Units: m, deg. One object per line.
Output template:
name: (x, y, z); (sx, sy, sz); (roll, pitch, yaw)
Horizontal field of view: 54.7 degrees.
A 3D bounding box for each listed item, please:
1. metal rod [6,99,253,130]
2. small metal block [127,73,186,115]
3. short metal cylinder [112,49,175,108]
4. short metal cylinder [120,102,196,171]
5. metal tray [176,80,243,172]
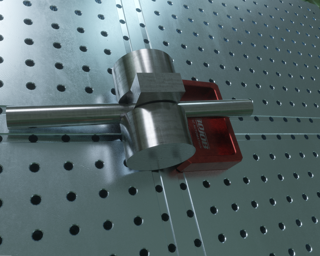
metal rod: (-0.019, -0.019, 0.379); (0.303, 0.025, 0.025); (-3, 63, -20)
small metal block: (-0.006, -0.037, 0.351); (0.050, 0.050, 0.025); (-4, 63, -21)
short metal cylinder: (-0.017, -0.055, 0.395); (0.081, 0.080, 0.050); (1, 62, -28)
short metal cylinder: (-0.003, 0.012, 0.363); (0.081, 0.080, 0.050); (1, 61, -28)
metal tray: (0.055, -0.006, 0.438); (0.091, 0.030, 0.130); (1, 61, -28)
